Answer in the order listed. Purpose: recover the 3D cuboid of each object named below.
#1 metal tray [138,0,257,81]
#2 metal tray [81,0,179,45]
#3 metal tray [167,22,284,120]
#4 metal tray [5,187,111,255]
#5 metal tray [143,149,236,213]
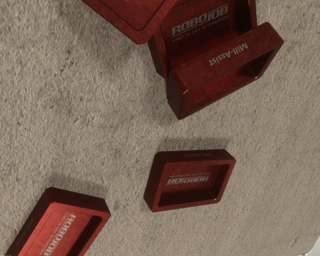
[{"bbox_3d":[0.048,-0.120,0.356,0.131,0.030,0.090,-27,128,-12],"label":"metal tray"},{"bbox_3d":[-0.013,-0.153,0.279,0.090,0.030,0.130,37,98,-13],"label":"metal tray"},{"bbox_3d":[0.074,-0.065,0.373,0.131,0.030,0.090,-28,164,-9],"label":"metal tray"},{"bbox_3d":[-0.138,0.147,0.419,0.090,0.030,0.129,25,105,-37],"label":"metal tray"},{"bbox_3d":[0.047,0.080,0.480,0.131,0.030,0.089,0,118,-29],"label":"metal tray"}]
